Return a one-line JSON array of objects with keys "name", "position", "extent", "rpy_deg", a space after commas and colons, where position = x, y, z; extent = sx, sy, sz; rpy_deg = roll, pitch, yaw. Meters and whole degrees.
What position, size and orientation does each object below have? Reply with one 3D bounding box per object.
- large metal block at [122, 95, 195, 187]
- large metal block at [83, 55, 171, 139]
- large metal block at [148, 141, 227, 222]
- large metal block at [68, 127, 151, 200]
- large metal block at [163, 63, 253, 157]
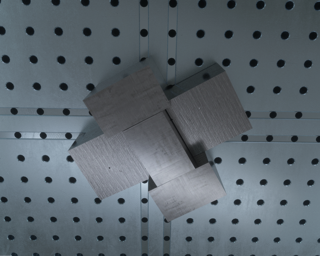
[{"name": "large metal block", "position": [0.000, 0.012, 0.388], "extent": [0.050, 0.080, 0.080], "rpy_deg": [-27, 108, 10]}, {"name": "large metal block", "position": [-0.035, -0.040, 0.368], "extent": [0.080, 0.080, 0.050], "rpy_deg": [-27, 108, 9]}, {"name": "large metal block", "position": [0.033, 0.065, 0.408], "extent": [0.080, 0.080, 0.050], "rpy_deg": [-27, 108, 9]}, {"name": "large metal block", "position": [-0.060, 0.037, 0.414], "extent": [0.080, 0.050, 0.080], "rpy_deg": [-25, 108, 9]}, {"name": "large metal block", "position": [0.057, -0.023, 0.391], "extent": [0.080, 0.050, 0.080], "rpy_deg": [-27, 110, 9]}]
